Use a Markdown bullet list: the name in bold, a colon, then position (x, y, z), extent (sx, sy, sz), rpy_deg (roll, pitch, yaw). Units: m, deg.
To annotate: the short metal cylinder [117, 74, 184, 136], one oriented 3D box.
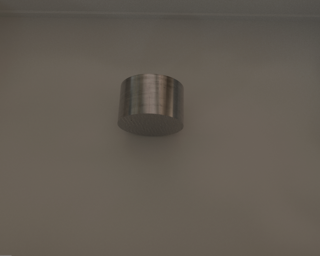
- **short metal cylinder**: position (-0.011, -0.026, 0.387), extent (0.080, 0.080, 0.050), rpy_deg (2, 70, 1)
